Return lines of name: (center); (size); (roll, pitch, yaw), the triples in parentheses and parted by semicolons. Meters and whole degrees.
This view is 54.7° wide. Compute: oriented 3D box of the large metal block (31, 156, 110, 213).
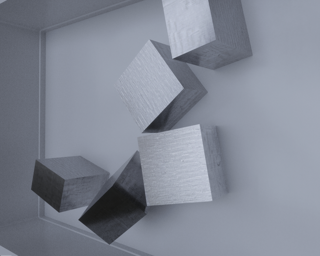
large metal block: (-0.140, 0.083, 0.483); (0.080, 0.081, 0.050); (21, 103, 38)

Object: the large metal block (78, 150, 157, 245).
large metal block: (-0.047, 0.088, 0.398); (0.050, 0.080, 0.080); (41, 120, -5)

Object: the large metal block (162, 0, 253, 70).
large metal block: (0.050, -0.113, 0.328); (0.050, 0.081, 0.080); (-16, 80, 39)

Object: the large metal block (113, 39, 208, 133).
large metal block: (-0.002, -0.050, 0.390); (0.080, 0.050, 0.080); (-46, 63, 30)

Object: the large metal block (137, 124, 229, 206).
large metal block: (0.026, 0.043, 0.360); (0.080, 0.050, 0.080); (-13, 82, 30)
